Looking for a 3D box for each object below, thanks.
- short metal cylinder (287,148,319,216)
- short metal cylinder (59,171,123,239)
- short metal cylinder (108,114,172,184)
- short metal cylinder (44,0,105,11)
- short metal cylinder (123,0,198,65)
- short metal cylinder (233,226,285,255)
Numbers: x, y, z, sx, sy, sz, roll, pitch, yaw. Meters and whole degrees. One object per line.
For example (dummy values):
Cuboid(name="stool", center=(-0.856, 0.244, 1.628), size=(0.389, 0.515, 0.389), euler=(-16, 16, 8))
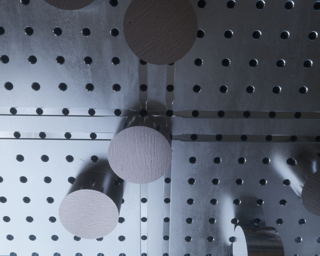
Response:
Cuboid(name="short metal cylinder", center=(0.226, 0.075, 0.430), size=(0.081, 0.050, 0.079), euler=(0, 110, 0))
Cuboid(name="short metal cylinder", center=(-0.096, 0.108, 0.439), size=(0.081, 0.050, 0.079), euler=(0, 110, 0))
Cuboid(name="short metal cylinder", center=(-0.025, 0.026, 0.409), size=(0.081, 0.050, 0.079), euler=(0, 110, 0))
Cuboid(name="short metal cylinder", center=(-0.095, -0.170, 0.336), size=(0.081, 0.050, 0.079), euler=(0, 110, 0))
Cuboid(name="short metal cylinder", center=(0.001, -0.117, 0.357), size=(0.081, 0.050, 0.079), euler=(0, 110, 0))
Cuboid(name="short metal cylinder", center=(0.142, 0.186, 0.454), size=(0.050, 0.080, 0.079), euler=(2, 110, -1))
